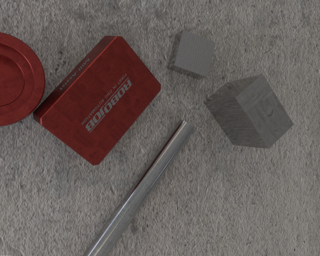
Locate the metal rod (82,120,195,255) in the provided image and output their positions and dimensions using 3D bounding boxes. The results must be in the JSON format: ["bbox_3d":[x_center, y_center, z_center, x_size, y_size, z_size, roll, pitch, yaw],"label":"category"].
[{"bbox_3d":[-0.050,0.115,0.391,0.025,0.025,0.300,40,77,-16],"label":"metal rod"}]

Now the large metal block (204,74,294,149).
[{"bbox_3d":[0.118,-0.021,0.424,0.050,0.080,0.080,-40,103,-16],"label":"large metal block"}]

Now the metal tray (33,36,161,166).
[{"bbox_3d":[-0.068,-0.032,0.365,0.130,0.030,0.090,-51,127,-13],"label":"metal tray"}]

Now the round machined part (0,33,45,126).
[{"bbox_3d":[-0.176,-0.050,0.335,0.099,0.042,0.097,0,90,-20],"label":"round machined part"}]

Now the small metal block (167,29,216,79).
[{"bbox_3d":[0.043,-0.099,0.425,0.050,0.025,0.050,16,85,-20],"label":"small metal block"}]
